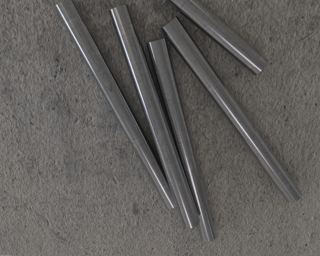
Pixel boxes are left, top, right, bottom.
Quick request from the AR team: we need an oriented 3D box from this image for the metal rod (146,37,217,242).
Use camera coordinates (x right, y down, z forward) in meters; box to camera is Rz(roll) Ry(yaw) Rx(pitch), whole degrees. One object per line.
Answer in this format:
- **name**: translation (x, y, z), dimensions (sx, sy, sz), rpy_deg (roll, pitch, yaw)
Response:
- **metal rod**: translation (0.034, 0.029, 0.420), dimensions (0.025, 0.025, 0.298), rpy_deg (-14, 110, 5)

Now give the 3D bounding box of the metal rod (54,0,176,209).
- **metal rod**: translation (-0.045, -0.018, 0.402), dimensions (0.025, 0.025, 0.299), rpy_deg (-24, 109, 8)

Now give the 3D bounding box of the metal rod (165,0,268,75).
- **metal rod**: translation (0.005, -0.162, 0.349), dimensions (0.301, 0.025, 0.025), rpy_deg (36, 106, -13)

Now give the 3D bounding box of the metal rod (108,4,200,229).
- **metal rod**: translation (-0.002, -0.003, 0.397), dimensions (0.025, 0.025, 0.298), rpy_deg (-17, 105, 6)

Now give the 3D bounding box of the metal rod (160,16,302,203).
- **metal rod**: translation (0.101, -0.013, 0.405), dimensions (0.025, 0.025, 0.300), rpy_deg (-36, 107, 12)
